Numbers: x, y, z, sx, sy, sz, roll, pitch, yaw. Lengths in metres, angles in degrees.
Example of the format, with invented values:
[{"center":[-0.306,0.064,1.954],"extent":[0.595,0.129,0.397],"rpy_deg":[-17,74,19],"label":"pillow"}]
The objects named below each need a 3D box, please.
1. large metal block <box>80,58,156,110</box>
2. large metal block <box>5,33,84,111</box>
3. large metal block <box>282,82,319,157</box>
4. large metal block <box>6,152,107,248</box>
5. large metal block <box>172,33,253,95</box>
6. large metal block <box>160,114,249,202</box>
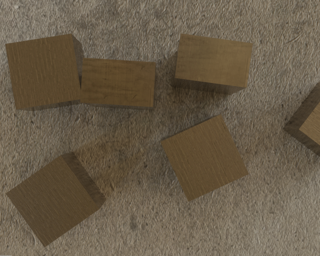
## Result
[{"center":[-0.046,-0.051,0.382],"extent":[0.080,0.080,0.050],"rpy_deg":[3,90,0],"label":"large metal block"},{"center":[-0.139,-0.068,0.396],"extent":[0.080,0.050,0.080],"rpy_deg":[-9,90,0],"label":"large metal block"},{"center":[0.224,-0.006,0.399],"extent":[0.080,0.050,0.080],"rpy_deg":[37,90,0],"label":"large metal block"},{"center":[-0.129,0.088,0.396],"extent":[0.080,0.050,0.080],"rpy_deg":[-35,90,0],"label":"large metal block"},{"center":[0.060,-0.075,0.383],"extent":[0.080,0.080,0.050],"rpy_deg":[8,90,0],"label":"large metal block"},{"center":[0.054,0.036,0.398],"extent":[0.080,0.050,0.080],"rpy_deg":[-25,90,0],"label":"large metal block"}]
